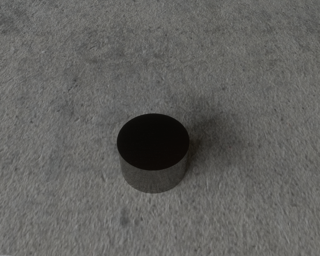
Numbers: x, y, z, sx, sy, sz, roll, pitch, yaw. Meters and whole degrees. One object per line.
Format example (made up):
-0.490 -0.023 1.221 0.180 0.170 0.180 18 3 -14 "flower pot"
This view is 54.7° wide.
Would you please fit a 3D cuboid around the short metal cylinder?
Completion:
-0.008 0.029 0.363 0.081 0.050 0.080 0 50 0 "short metal cylinder"
